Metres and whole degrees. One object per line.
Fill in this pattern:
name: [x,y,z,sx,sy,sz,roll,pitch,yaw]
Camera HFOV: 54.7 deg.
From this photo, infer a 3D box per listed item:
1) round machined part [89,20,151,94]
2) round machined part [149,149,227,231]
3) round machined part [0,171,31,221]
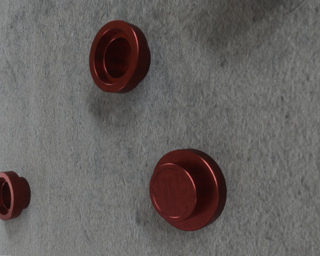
round machined part: [-0.052,-0.097,0.434,0.098,0.042,0.097,0,90,39]
round machined part: [0.026,0.074,0.371,0.098,0.042,0.097,0,90,39]
round machined part: [-0.305,0.138,0.641,0.098,0.042,0.097,0,90,39]
